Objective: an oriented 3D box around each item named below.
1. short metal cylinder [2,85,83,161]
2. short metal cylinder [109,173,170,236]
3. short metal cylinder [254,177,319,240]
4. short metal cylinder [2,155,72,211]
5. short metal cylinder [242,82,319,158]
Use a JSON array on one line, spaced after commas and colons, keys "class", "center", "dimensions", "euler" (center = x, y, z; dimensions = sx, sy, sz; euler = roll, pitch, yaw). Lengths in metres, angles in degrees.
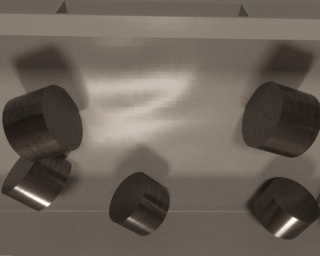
[{"class": "short metal cylinder", "center": [-0.135, -0.005, 0.366], "dimensions": [0.050, 0.080, 0.080], "euler": [-16, 129, 13]}, {"class": "short metal cylinder", "center": [-0.032, 0.115, 0.471], "dimensions": [0.080, 0.080, 0.050], "euler": [-36, 122, 26]}, {"class": "short metal cylinder", "center": [0.196, 0.124, 0.482], "dimensions": [0.081, 0.080, 0.050], "euler": [14, 129, -12]}, {"class": "short metal cylinder", "center": [-0.169, 0.066, 0.427], "dimensions": [0.080, 0.080, 0.050], "euler": [-34, 123, 25]}, {"class": "short metal cylinder", "center": [0.141, -0.009, 0.367], "dimensions": [0.050, 0.080, 0.079], "euler": [15, 128, -13]}]
